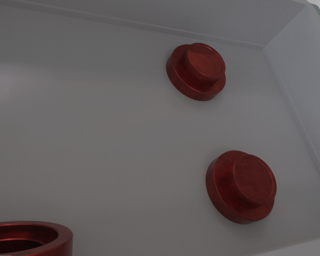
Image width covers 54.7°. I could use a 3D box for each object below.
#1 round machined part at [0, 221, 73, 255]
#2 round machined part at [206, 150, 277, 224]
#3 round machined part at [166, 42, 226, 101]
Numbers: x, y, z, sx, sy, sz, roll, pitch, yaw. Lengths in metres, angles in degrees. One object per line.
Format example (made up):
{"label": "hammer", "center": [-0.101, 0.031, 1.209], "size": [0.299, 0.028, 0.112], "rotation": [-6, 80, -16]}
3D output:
{"label": "round machined part", "center": [-0.119, 0.105, 0.238], "size": [0.099, 0.098, 0.042], "rotation": [3, 87, -27]}
{"label": "round machined part", "center": [0.114, 0.073, 0.411], "size": [0.099, 0.042, 0.098], "rotation": [14, 56, -21]}
{"label": "round machined part", "center": [0.063, -0.094, 0.486], "size": [0.099, 0.042, 0.098], "rotation": [14, 56, -21]}
